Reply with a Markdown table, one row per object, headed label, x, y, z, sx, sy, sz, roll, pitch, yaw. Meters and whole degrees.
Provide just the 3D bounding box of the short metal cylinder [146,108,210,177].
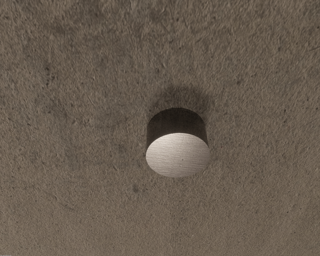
| label | x | y | z | sx | sy | sz | roll | pitch | yaw |
| --- | --- | --- | --- | --- | --- | --- | --- | --- | --- |
| short metal cylinder | 0.022 | 0.020 | 0.408 | 0.081 | 0.050 | 0.079 | 0 | 130 | 0 |
